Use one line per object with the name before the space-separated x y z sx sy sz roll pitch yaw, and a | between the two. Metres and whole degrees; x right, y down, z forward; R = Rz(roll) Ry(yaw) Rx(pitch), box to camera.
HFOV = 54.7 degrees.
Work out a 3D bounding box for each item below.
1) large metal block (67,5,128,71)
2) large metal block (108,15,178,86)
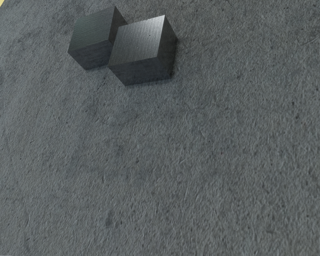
large metal block | -0.104 -0.155 0.538 0.080 0.050 0.080 -10 57 23
large metal block | -0.024 -0.116 0.472 0.080 0.050 0.080 -5 59 25
